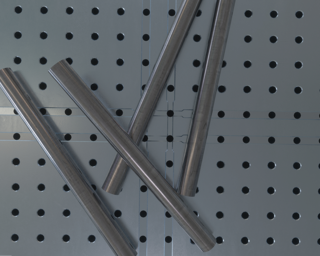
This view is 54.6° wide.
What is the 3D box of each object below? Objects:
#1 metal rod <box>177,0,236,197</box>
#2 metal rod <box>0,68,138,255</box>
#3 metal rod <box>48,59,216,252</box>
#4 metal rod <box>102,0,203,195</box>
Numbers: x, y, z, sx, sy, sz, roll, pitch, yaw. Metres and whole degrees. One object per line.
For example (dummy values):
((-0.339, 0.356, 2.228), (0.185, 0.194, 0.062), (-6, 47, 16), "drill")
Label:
((0.065, -0.058, 0.413), (0.025, 0.025, 0.299), (12, 90, 0), "metal rod")
((-0.125, 0.051, 0.412), (0.025, 0.025, 0.299), (-34, 90, 0), "metal rod")
((-0.028, 0.041, 0.390), (0.025, 0.025, 0.300), (-39, 100, 0), "metal rod")
((-0.007, -0.054, 0.413), (0.025, 0.025, 0.299), (23, 90, 0), "metal rod")
